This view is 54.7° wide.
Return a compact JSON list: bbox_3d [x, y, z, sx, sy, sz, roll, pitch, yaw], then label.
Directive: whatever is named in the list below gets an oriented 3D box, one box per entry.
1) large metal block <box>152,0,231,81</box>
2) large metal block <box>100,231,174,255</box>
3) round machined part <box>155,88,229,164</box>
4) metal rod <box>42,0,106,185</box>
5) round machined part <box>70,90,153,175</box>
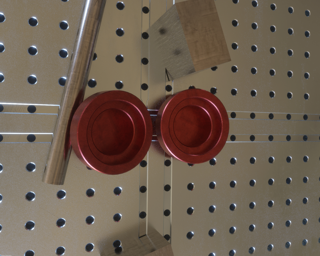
[{"bbox_3d":[0.038,-0.111,0.397,0.050,0.080,0.080,-20,97,-19],"label":"large metal block"},{"bbox_3d":[-0.021,0.190,0.392,0.081,0.050,0.080,-17,96,-19],"label":"large metal block"},{"bbox_3d":[0.040,-0.003,0.418,0.099,0.042,0.097,0,90,-20],"label":"round machined part"},{"bbox_3d":[-0.096,-0.081,0.377,0.025,0.025,0.298,14,85,-20],"label":"metal rod"},{"bbox_3d":[-0.060,0.004,0.372,0.099,0.042,0.097,-4,96,-37],"label":"round machined part"}]
